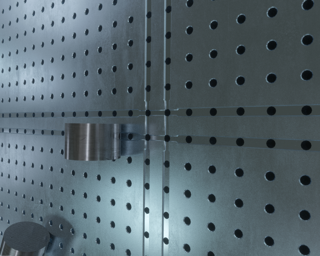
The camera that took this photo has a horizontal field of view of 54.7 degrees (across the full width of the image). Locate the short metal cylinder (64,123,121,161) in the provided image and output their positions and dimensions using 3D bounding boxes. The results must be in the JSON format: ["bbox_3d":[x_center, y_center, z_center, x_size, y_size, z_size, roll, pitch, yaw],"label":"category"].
[{"bbox_3d":[-0.097,0.018,0.451,0.080,0.081,0.050,2,91,39],"label":"short metal cylinder"}]

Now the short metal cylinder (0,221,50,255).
[{"bbox_3d":[-0.253,0.221,0.579,0.080,0.081,0.050,33,110,35],"label":"short metal cylinder"}]
